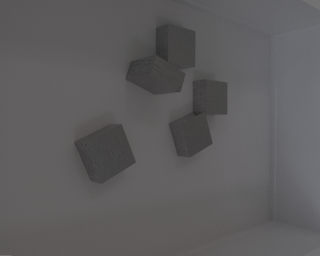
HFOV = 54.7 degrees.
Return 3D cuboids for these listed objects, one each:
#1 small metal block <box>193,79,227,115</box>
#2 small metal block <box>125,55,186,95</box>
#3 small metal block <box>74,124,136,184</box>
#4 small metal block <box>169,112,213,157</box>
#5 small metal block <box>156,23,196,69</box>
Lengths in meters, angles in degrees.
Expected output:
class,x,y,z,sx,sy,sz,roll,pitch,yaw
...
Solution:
class,x,y,z,sx,sy,sz,roll,pitch,yaw
small metal block,0.077,-0.045,0.470,0.050,0.025,0.050,0,90,-40
small metal block,-0.006,-0.064,0.385,0.050,0.050,0.025,24,75,-38
small metal block,-0.062,0.028,0.355,0.050,0.025,0.050,-30,109,-36
small metal block,0.045,0.008,0.444,0.050,0.025,0.050,-26,106,-37
small metal block,0.022,-0.110,0.424,0.050,0.025,0.050,1,90,-40
